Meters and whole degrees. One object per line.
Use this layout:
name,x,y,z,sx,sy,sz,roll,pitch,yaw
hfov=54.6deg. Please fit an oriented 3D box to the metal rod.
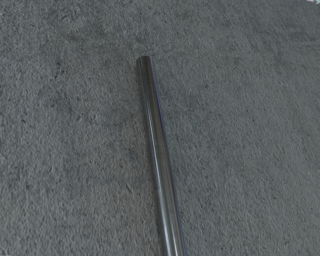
metal rod,-0.001,0.035,0.381,0.025,0.025,0.299,5,60,-26
